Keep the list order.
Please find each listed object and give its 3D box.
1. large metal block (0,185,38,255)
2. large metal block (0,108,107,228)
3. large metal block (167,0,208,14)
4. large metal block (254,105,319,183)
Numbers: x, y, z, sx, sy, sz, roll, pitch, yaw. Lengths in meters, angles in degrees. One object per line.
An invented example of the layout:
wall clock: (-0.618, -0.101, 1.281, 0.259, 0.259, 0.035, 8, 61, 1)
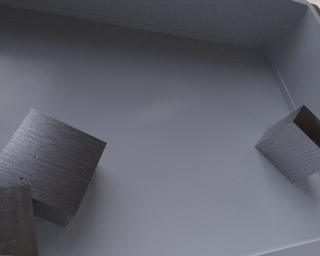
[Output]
large metal block: (-0.128, 0.099, 0.241, 0.050, 0.080, 0.080, -3, 64, -30)
large metal block: (-0.110, 0.040, 0.306, 0.080, 0.050, 0.080, 26, 52, -12)
large metal block: (0.047, -0.270, 0.581, 0.081, 0.050, 0.080, -33, 80, -38)
large metal block: (0.207, 0.026, 0.466, 0.080, 0.080, 0.050, 46, 51, 3)
